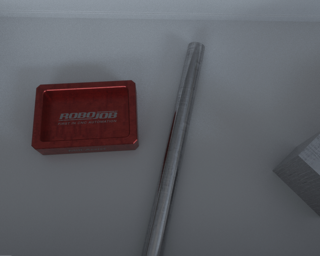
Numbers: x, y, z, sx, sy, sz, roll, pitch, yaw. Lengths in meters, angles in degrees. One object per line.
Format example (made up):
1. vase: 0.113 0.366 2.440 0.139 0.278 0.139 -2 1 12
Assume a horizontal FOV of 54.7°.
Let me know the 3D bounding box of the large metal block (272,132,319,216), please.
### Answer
1. large metal block: 0.193 0.055 0.363 0.050 0.080 0.080 -40 75 -13

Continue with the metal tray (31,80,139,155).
1. metal tray: -0.096 -0.014 0.410 0.131 0.030 0.090 -3 70 -2

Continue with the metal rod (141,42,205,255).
1. metal rod: 0.021 0.019 0.403 0.025 0.025 0.299 12 70 4
